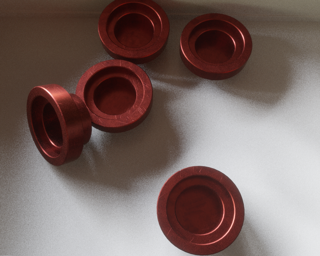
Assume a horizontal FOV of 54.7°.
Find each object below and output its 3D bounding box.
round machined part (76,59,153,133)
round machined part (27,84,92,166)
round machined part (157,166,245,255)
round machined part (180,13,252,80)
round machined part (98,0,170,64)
[{"bbox_3d":[-0.059,-0.039,0.414,0.099,0.042,0.098,0,70,-1],"label":"round machined part"},{"bbox_3d":[-0.121,-0.006,0.381,0.042,0.097,0.098,-19,68,-43],"label":"round machined part"},{"bbox_3d":[0.045,0.097,0.366,0.099,0.042,0.098,0,70,-1],"label":"round machined part"},{"bbox_3d":[0.077,-0.111,0.442,0.099,0.042,0.098,0,70,-1],"label":"round machined part"},{"bbox_3d":[-0.037,-0.135,0.446,0.099,0.042,0.098,1,76,-3],"label":"round machined part"}]
